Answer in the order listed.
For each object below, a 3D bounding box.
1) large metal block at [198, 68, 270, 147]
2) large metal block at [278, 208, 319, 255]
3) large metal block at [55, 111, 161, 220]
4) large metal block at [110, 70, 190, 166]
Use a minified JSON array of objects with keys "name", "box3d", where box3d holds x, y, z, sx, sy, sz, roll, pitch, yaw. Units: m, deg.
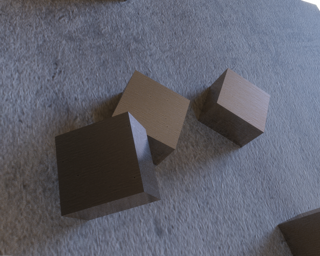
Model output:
[{"name":"large metal block","box3d":[0.114,-0.031,0.470,0.080,0.050,0.080,31,52,-9]},{"name":"large metal block","box3d":[0.215,0.147,0.398,0.050,0.080,0.080,-10,67,-33]},{"name":"large metal block","box3d":[-0.052,0.040,0.310,0.080,0.050,0.080,-18,65,10]},{"name":"large metal block","box3d":[-0.017,-0.012,0.387,0.080,0.050,0.080,28,52,-11]}]
